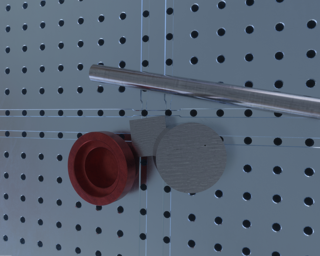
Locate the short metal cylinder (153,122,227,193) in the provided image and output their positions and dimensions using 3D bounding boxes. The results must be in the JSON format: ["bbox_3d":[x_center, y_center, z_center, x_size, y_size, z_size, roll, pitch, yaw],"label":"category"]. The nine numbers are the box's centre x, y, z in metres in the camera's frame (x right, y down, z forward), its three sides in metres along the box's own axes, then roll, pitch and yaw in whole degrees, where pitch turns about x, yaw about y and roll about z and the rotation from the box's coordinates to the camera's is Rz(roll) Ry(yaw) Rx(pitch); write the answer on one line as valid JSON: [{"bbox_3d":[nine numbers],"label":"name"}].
[{"bbox_3d":[0.033,0.033,0.372,0.081,0.050,0.079,0,91,-6],"label":"short metal cylinder"}]

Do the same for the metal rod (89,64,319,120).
[{"bbox_3d":[0.045,-0.050,0.396,0.301,0.025,0.025,12,94,19],"label":"metal rod"}]

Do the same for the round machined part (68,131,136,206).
[{"bbox_3d":[-0.075,0.053,0.424,0.098,0.042,0.097,1,93,27],"label":"round machined part"}]

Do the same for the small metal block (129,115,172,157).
[{"bbox_3d":[-0.010,0.011,0.415,0.050,0.025,0.050,-7,88,19],"label":"small metal block"}]
